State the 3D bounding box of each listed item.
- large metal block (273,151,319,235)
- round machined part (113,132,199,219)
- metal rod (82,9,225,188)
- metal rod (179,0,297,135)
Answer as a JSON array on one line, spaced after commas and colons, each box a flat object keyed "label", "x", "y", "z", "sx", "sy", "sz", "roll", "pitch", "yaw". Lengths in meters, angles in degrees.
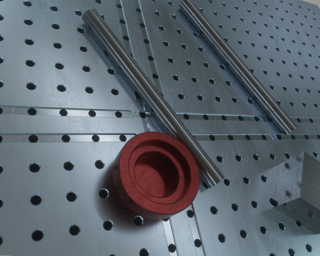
[{"label": "large metal block", "x": 0.220, "y": 0.095, "z": 0.452, "sx": 0.080, "sy": 0.050, "sz": 0.080, "roll": 32, "pitch": 52, "yaw": -7}, {"label": "round machined part", "x": -0.007, "y": 0.056, "z": 0.359, "sx": 0.099, "sy": 0.042, "sz": 0.098, "roll": 14, "pitch": 56, "yaw": -21}, {"label": "metal rod", "x": -0.014, "y": -0.047, "z": 0.428, "sx": 0.025, "sy": 0.025, "sz": 0.299, "roll": -30, "pitch": 78, "yaw": -38}, {"label": "metal rod", "x": 0.133, "y": -0.114, "z": 0.548, "sx": 0.025, "sy": 0.025, "sz": 0.299, "roll": -29, "pitch": 78, "yaw": -37}]
